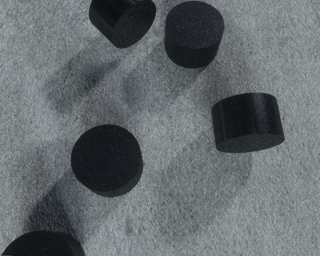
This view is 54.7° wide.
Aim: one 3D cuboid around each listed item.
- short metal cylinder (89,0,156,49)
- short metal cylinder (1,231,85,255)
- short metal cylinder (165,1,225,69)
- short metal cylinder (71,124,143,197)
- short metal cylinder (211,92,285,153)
[{"bbox_3d":[-0.052,-0.160,0.437,0.080,0.080,0.050,-40,75,-13],"label":"short metal cylinder"},{"bbox_3d":[-0.126,0.154,0.337,0.081,0.050,0.080,0,70,0],"label":"short metal cylinder"},{"bbox_3d":[0.047,-0.133,0.444,0.081,0.050,0.080,0,70,0],"label":"short metal cylinder"},{"bbox_3d":[-0.062,0.041,0.379,0.081,0.050,0.080,0,70,0],"label":"short metal cylinder"},{"bbox_3d":[0.107,-0.004,0.382,0.081,0.080,0.050,-3,70,-2],"label":"short metal cylinder"}]
